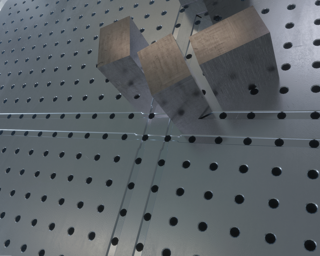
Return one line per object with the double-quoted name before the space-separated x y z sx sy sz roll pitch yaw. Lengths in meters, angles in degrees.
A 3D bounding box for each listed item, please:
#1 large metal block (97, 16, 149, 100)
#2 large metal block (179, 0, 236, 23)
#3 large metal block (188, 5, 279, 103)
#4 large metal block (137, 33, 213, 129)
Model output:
"large metal block" -0.047 -0.102 0.462 0.050 0.080 0.080 -17 55 19
"large metal block" 0.078 -0.226 0.490 0.080 0.050 0.080 -43 51 -2
"large metal block" 0.091 -0.086 0.378 0.080 0.080 0.050 -23 53 14
"large metal block" 0.019 -0.059 0.400 0.050 0.080 0.080 -27 52 12
